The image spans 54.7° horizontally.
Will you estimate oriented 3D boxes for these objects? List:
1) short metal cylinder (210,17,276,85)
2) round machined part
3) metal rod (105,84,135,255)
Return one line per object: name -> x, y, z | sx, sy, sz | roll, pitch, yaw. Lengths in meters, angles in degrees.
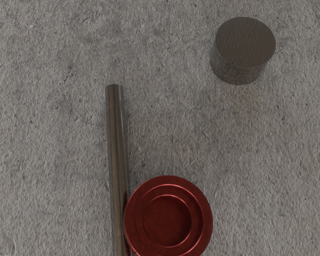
short metal cylinder -> 0.114, -0.107, 0.435 | 0.081, 0.050, 0.080 | 0, 70, 0
round machined part -> 0.007, 0.107, 0.354 | 0.099, 0.042, 0.098 | 4, 67, -10
metal rod -> -0.048, 0.085, 0.376 | 0.025, 0.025, 0.299 | -5, 70, -2
